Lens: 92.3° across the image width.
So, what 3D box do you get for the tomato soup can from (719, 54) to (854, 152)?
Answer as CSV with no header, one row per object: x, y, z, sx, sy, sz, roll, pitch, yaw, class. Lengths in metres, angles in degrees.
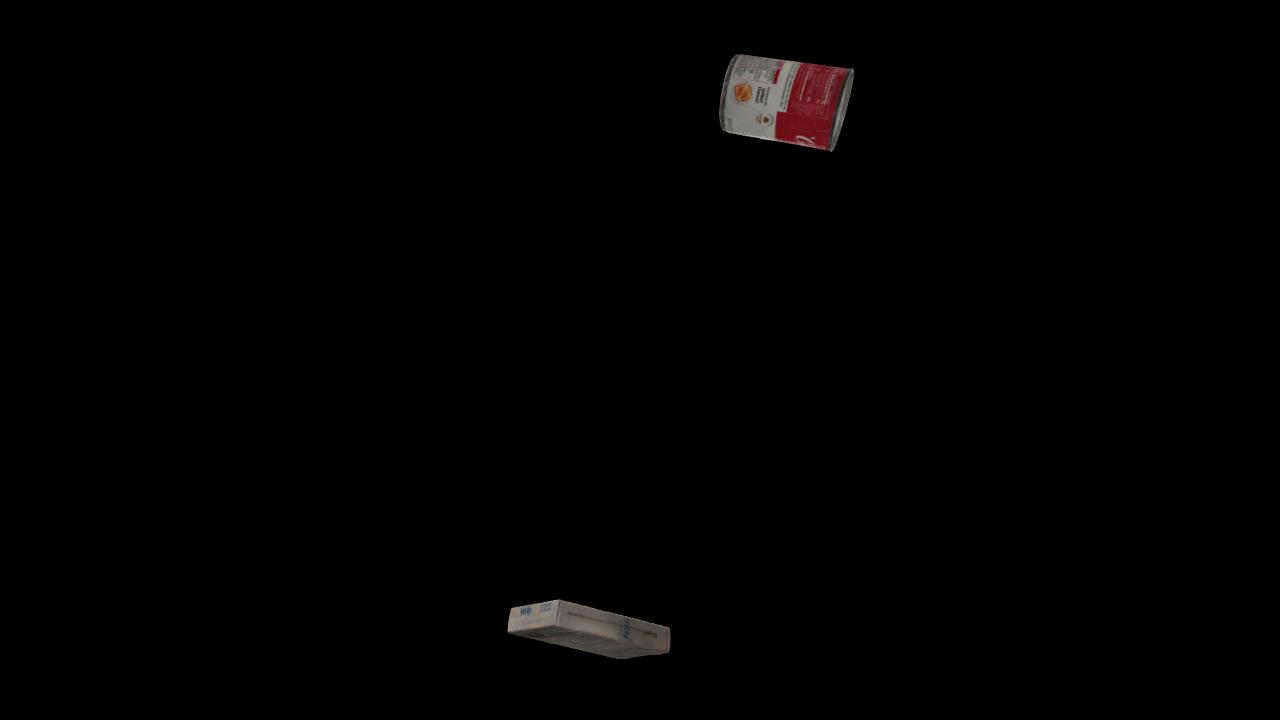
0.127,-0.226,0.539,0.101,0.068,0.068,17,5,16,tomato soup can

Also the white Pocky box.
-0.050,0.279,0.631,0.084,0.028,0.154,-27,-45,37,white Pocky box
